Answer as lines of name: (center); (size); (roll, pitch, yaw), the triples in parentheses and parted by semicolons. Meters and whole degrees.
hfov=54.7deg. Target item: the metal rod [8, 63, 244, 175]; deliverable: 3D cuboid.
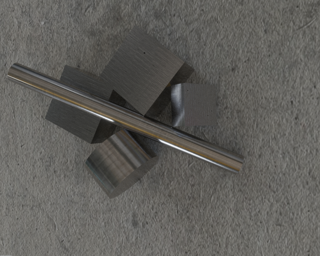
metal rod: (-0.043, -0.012, 0.381); (0.301, 0.025, 0.025); (22, 98, 2)

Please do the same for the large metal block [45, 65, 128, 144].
large metal block: (-0.100, -0.032, 0.432); (0.080, 0.050, 0.080); (26, 99, 18)

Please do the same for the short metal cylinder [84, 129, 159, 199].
short metal cylinder: (-0.048, 0.045, 0.397); (0.080, 0.080, 0.050); (-46, 76, 14)

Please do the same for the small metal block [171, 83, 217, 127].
small metal block: (0.042, -0.027, 0.380); (0.025, 0.050, 0.050); (-2, 89, 56)

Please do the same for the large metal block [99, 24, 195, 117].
large metal block: (-0.016, -0.071, 0.400); (0.080, 0.050, 0.080); (41, 103, 15)
